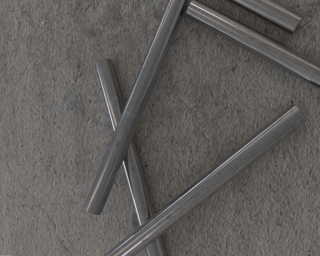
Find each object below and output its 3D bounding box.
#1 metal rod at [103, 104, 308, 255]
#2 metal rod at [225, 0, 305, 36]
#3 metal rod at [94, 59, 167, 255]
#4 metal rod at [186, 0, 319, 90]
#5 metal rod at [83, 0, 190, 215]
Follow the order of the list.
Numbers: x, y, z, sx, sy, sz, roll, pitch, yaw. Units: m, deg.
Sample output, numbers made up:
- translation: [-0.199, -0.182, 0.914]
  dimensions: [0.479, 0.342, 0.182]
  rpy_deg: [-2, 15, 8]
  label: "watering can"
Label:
- translation: [0.046, 0.078, 0.375]
  dimensions: [0.300, 0.025, 0.025]
  rpy_deg: [-41, 77, 8]
  label: "metal rod"
- translation: [0.041, -0.201, 0.394]
  dimensions: [0.300, 0.025, 0.025]
  rpy_deg: [36, 102, 16]
  label: "metal rod"
- translation: [-0.039, 0.050, 0.422]
  dimensions: [0.025, 0.025, 0.299]
  rpy_deg: [-18, 84, 19]
  label: "metal rod"
- translation: [0.159, -0.070, 0.352]
  dimensions: [0.300, 0.025, 0.025]
  rpy_deg: [34, 101, 16]
  label: "metal rod"
- translation: [-0.030, -0.032, 0.399]
  dimensions: [0.025, 0.025, 0.299]
  rpy_deg: [22, 90, 18]
  label: "metal rod"
